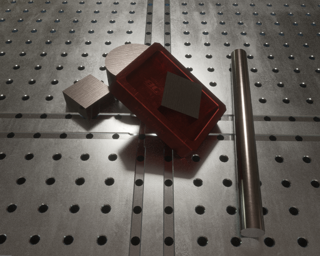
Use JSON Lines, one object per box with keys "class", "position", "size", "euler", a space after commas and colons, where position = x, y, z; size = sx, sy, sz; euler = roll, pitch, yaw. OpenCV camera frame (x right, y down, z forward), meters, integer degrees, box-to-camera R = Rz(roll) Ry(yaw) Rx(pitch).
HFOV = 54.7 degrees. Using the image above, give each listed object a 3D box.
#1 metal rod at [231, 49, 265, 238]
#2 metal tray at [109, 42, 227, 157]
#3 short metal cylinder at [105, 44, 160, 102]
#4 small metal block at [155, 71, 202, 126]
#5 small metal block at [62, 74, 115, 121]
{"class": "metal rod", "position": [0.112, -0.006, 0.414], "size": [0.025, 0.025, 0.300], "euler": [5, 50, 4]}
{"class": "metal tray", "position": [0.013, -0.037, 0.398], "size": [0.130, 0.030, 0.090], "euler": [43, 57, -3]}
{"class": "short metal cylinder", "position": [-0.038, -0.081, 0.459], "size": [0.081, 0.050, 0.080], "euler": [0, 50, 0]}
{"class": "small metal block", "position": [0.023, -0.036, 0.390], "size": [0.050, 0.025, 0.050], "euler": [19, 62, -17]}
{"class": "small metal block", "position": [-0.101, -0.045, 0.444], "size": [0.050, 0.025, 0.050], "euler": [34, 58, 25]}
